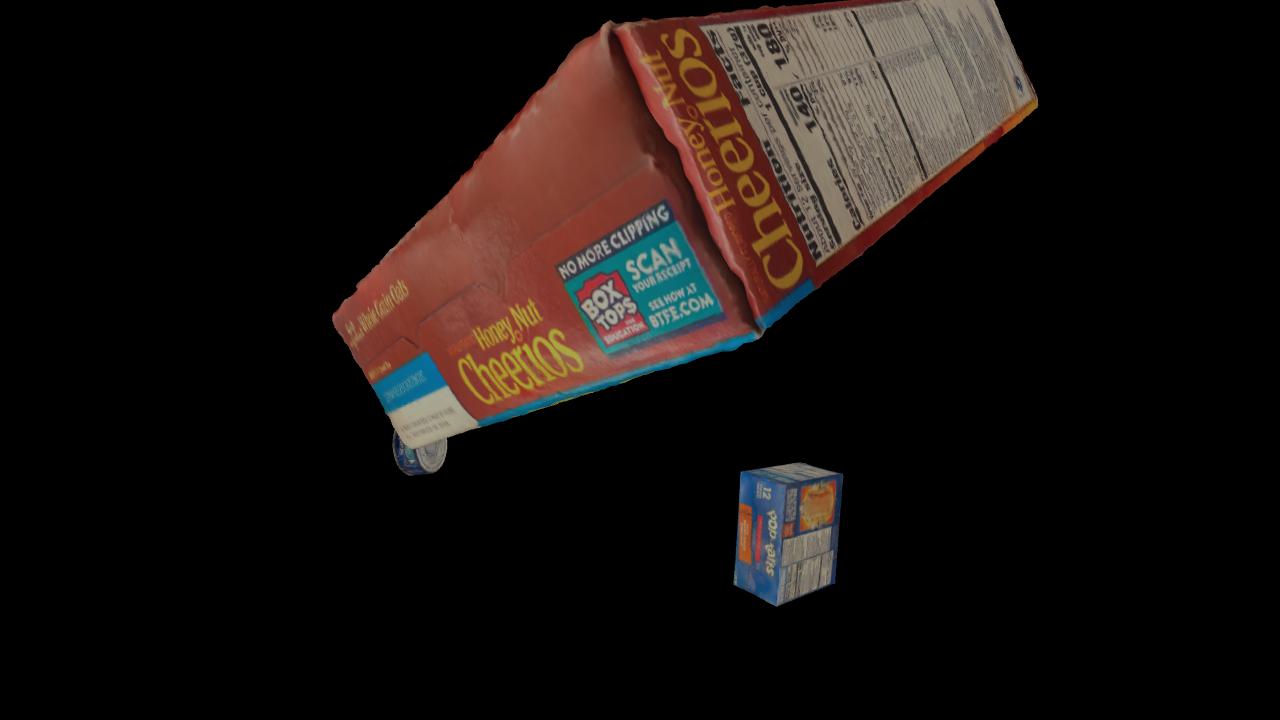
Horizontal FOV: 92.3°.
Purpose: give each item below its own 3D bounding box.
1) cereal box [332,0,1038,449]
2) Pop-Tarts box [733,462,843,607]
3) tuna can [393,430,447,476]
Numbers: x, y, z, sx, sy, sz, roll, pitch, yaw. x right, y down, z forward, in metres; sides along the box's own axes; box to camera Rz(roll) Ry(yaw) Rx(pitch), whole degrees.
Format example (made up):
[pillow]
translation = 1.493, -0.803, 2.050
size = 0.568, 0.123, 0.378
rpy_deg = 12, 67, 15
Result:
[cereal box]
translation = 0.037, -0.074, 0.289
size = 0.203, 0.081, 0.306
rpy_deg = -20, 11, 47
[Pop-Tarts box]
translation = 0.214, 0.242, 0.885
size = 0.141, 0.167, 0.083
rpy_deg = 0, 4, -40
[tuna can]
translation = -0.297, 0.114, 0.836
size = 0.034, 0.084, 0.084
rpy_deg = -6, -1, 12
